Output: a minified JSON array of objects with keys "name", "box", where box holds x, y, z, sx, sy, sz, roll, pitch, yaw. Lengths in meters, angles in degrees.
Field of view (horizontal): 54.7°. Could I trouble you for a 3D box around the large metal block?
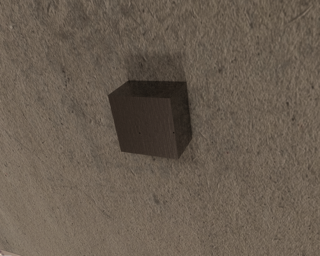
[{"name":"large metal block","box":[-0.009,-0.012,0.387,0.080,0.050,0.079,5,121,25]}]
